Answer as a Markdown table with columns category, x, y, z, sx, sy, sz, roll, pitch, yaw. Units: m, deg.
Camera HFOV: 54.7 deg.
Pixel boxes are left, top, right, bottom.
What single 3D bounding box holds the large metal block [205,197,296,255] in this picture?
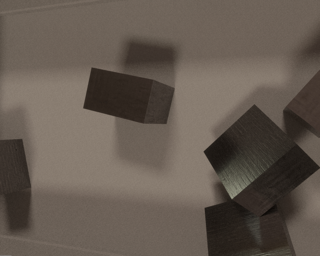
| category | x | y | z | sx | sy | sz | roll | pitch | yaw |
| --- | --- | --- | --- | --- | --- | --- | --- | --- | --- |
| large metal block | 0.099 | 0.124 | 0.339 | 0.080 | 0.080 | 0.050 | -21 | 124 | 18 |

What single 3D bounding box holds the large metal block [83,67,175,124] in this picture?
| category | x | y | z | sx | sy | sz | roll | pitch | yaw |
| --- | --- | --- | --- | --- | --- | --- | --- | --- | --- |
| large metal block | -0.036 | -0.039 | 0.393 | 0.080 | 0.080 | 0.050 | 14 | 95 | 19 |

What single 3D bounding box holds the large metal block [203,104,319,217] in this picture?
| category | x | y | z | sx | sy | sz | roll | pitch | yaw |
| --- | --- | --- | --- | --- | --- | --- | --- | --- | --- |
| large metal block | 0.106 | 0.034 | 0.338 | 0.080 | 0.050 | 0.080 | -45 | 32 | 14 |

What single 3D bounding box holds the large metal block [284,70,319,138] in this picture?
| category | x | y | z | sx | sy | sz | roll | pitch | yaw |
| --- | --- | --- | --- | --- | --- | --- | --- | --- | --- |
| large metal block | 0.177 | -0.035 | 0.319 | 0.050 | 0.080 | 0.080 | 42 | 103 | 15 |

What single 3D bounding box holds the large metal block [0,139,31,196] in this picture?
| category | x | y | z | sx | sy | sz | roll | pitch | yaw |
| --- | --- | --- | --- | --- | --- | --- | --- | --- | --- |
| large metal block | -0.251 | 0.062 | 0.467 | 0.050 | 0.080 | 0.080 | -14 | 86 | 19 |
